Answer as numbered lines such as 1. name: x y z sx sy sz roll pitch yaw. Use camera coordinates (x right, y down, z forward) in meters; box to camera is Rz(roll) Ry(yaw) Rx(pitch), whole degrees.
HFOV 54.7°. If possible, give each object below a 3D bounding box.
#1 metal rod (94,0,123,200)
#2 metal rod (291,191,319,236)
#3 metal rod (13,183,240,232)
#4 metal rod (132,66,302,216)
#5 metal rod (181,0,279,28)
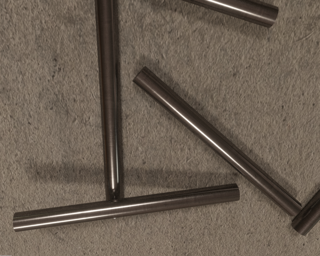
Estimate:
1. metal rod: -0.064 -0.015 0.403 0.025 0.025 0.298 0 110 -1
2. metal rod: 0.286 0.033 0.426 0.025 0.025 0.298 29 107 -11
3. metal rod: -0.039 0.107 0.425 0.302 0.025 0.025 -6 110 -8
4. metal rod: 0.086 0.026 0.420 0.300 0.025 0.025 40 105 -14
5. metal rod: -0.012 -0.169 0.347 0.302 0.025 0.025 15 109 -6
